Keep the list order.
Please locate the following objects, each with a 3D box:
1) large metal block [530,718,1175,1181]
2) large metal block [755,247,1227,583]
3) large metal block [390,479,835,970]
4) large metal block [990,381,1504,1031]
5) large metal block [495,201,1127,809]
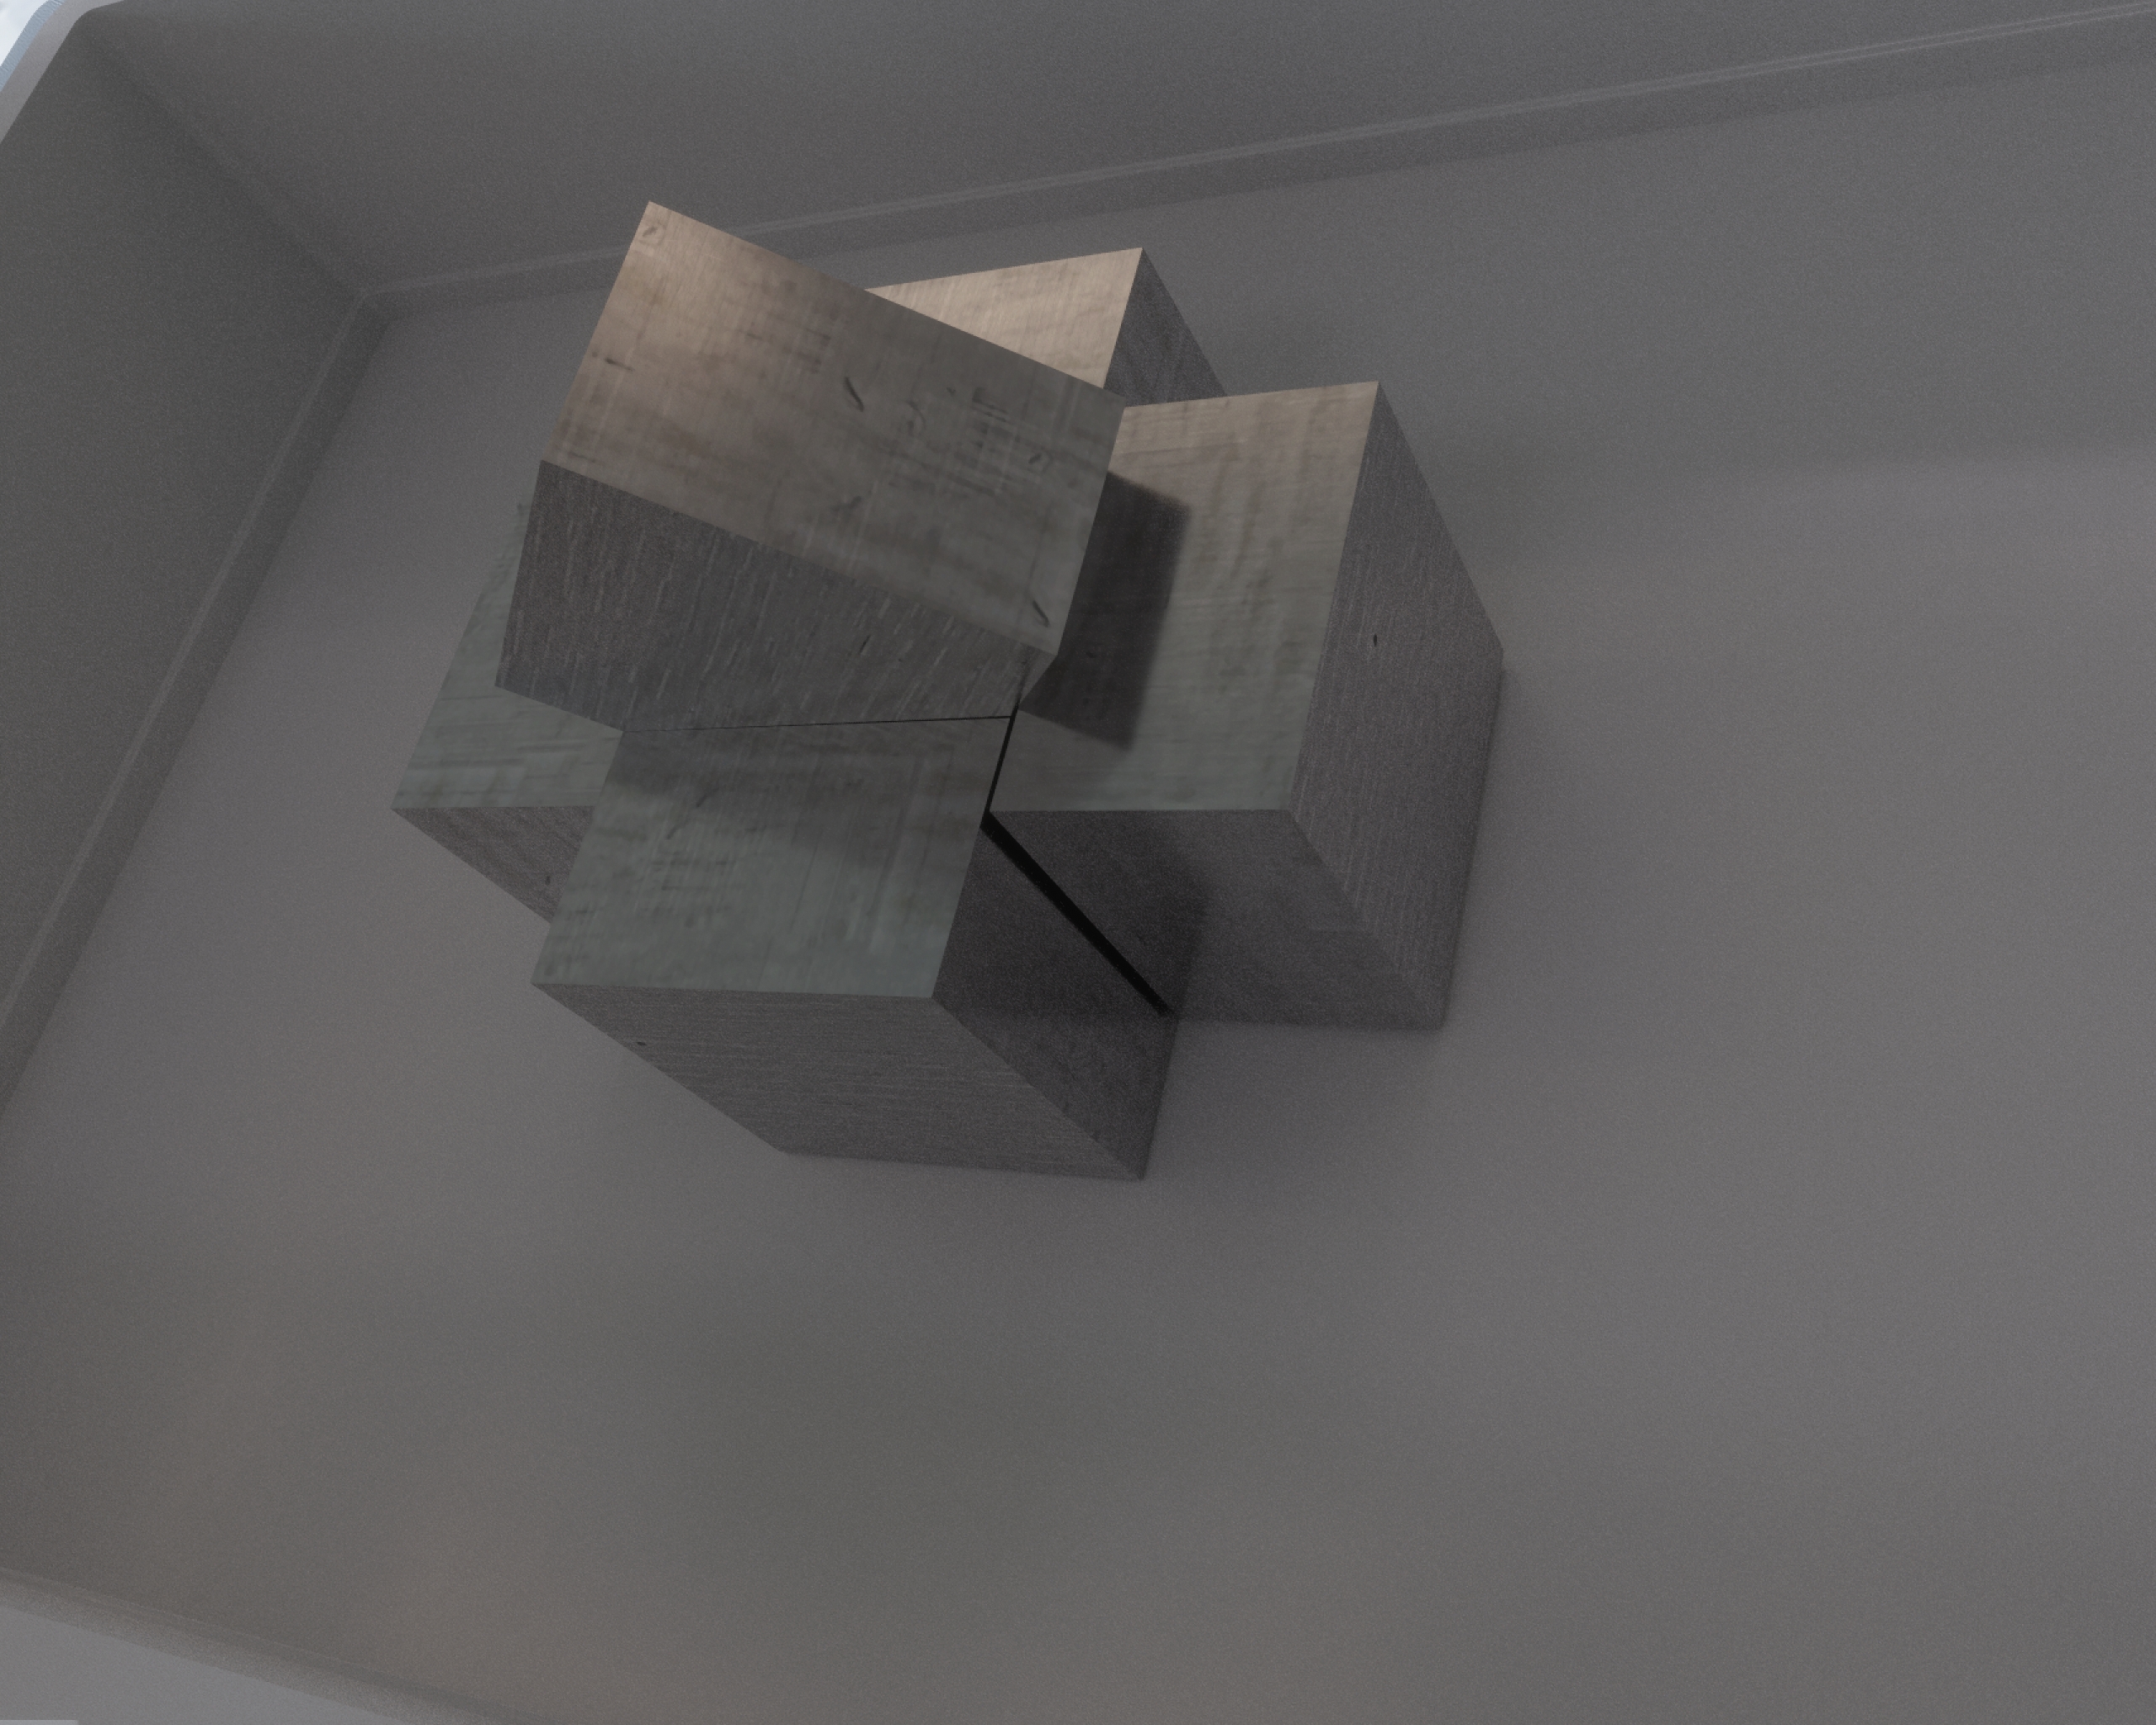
[{"bbox_3d":[-0.035,0.017,0.377,0.080,0.080,0.050,0,62,28],"label":"large metal block"},{"bbox_3d":[-0.012,-0.072,0.420,0.080,0.080,0.050,0,62,28],"label":"large metal block"},{"bbox_3d":[-0.081,-0.027,0.429,0.050,0.080,0.080,0,62,28],"label":"large metal block"},{"bbox_3d":[0.034,-0.024,0.364,0.050,0.080,0.080,0,62,28],"label":"large metal block"},{"bbox_3d":[-0.048,-0.053,0.354,0.080,0.080,0.050,20,65,-13],"label":"large metal block"}]
